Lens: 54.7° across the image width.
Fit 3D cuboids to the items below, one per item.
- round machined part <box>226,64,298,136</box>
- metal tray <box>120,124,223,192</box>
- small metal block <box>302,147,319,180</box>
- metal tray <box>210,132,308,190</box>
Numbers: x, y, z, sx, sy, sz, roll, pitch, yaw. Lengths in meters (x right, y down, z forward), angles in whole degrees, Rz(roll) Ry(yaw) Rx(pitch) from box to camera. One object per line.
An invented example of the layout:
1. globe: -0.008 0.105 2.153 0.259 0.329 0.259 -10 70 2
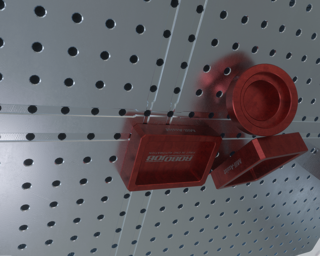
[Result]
1. round machined part: 0.137 -0.038 0.433 0.099 0.042 0.097 0 91 -14
2. metal tray: 0.017 0.042 0.443 0.131 0.030 0.089 2 118 -30
3. small metal block: 0.325 0.075 0.619 0.025 0.050 0.050 23 106 -37
4. metal tray: 0.148 0.053 0.479 0.091 0.030 0.129 -6 153 -26
